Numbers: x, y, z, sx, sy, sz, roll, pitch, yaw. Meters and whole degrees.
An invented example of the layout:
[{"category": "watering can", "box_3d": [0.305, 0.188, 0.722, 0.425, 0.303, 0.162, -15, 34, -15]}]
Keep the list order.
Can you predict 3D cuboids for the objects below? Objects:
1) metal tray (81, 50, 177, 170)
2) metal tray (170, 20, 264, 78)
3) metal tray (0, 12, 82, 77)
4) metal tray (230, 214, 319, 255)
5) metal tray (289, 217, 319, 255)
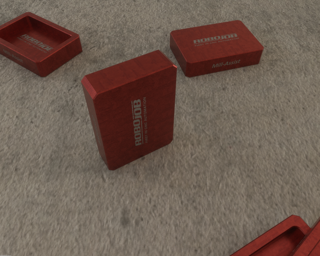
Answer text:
[{"category": "metal tray", "box_3d": [-0.029, -0.015, 0.347, 0.091, 0.129, 0.030, -25, 55, -19]}, {"category": "metal tray", "box_3d": [0.091, -0.134, 0.514, 0.131, 0.030, 0.090, -13, 51, -11]}, {"category": "metal tray", "box_3d": [-0.208, -0.143, 0.517, 0.130, 0.030, 0.090, 29, 55, 21]}, {"category": "metal tray", "box_3d": [0.131, 0.154, 0.272, 0.091, 0.030, 0.130, -24, 54, -19]}, {"category": "metal tray", "box_3d": [0.147, 0.133, 0.250, 0.131, 0.030, 0.090, -35, 59, -26]}]
